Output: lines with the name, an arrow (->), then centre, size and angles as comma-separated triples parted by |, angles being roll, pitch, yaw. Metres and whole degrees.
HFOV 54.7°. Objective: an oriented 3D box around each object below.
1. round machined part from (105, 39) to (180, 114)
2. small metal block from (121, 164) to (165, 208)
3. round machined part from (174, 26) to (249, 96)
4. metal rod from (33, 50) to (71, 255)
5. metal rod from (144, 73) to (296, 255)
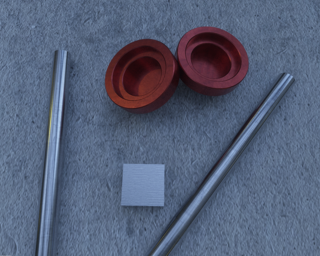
round machined part -> -0.020, -0.064, 0.411 | 0.098, 0.042, 0.098 | -7, 71, 21
small metal block -> -0.020, 0.072, 0.382 | 0.050, 0.025, 0.050 | 1, 70, 0
round machined part -> 0.067, -0.087, 0.426 | 0.099, 0.042, 0.098 | 4, 68, -10
metal rod -> -0.135, 0.035, 0.394 | 0.025, 0.025, 0.299 | -2, 70, -1
metal rod -> 0.085, 0.042, 0.393 | 0.025, 0.025, 0.301 | 37, 74, 12
